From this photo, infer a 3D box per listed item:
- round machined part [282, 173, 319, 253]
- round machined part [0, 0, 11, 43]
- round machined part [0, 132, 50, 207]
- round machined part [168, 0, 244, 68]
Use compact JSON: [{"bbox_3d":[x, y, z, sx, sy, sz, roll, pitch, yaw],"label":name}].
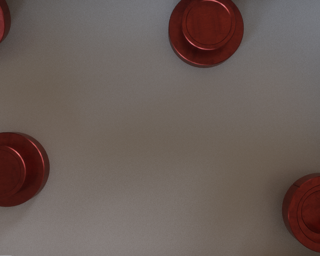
[{"bbox_3d":[0.208,0.107,0.404,0.099,0.042,0.097,0,90,0],"label":"round machined part"},{"bbox_3d":[-0.237,-0.146,0.386,0.099,0.042,0.097,-1,126,-2],"label":"round machined part"},{"bbox_3d":[-0.200,0.054,0.401,0.099,0.042,0.097,0,90,0],"label":"round machined part"},{"bbox_3d":[0.060,-0.131,0.403,0.099,0.042,0.097,0,90,0],"label":"round machined part"}]
